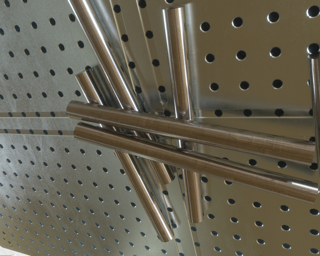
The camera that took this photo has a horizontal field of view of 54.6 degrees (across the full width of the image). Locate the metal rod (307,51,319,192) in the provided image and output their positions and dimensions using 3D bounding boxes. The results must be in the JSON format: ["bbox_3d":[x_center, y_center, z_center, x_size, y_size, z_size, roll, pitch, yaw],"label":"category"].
[{"bbox_3d":[0.193,0.062,0.347,0.025,0.025,0.299,-3,117,30],"label":"metal rod"}]

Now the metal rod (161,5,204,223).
[{"bbox_3d":[0.034,0.004,0.395,0.025,0.025,0.298,6,121,25],"label":"metal rod"}]

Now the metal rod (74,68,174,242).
[{"bbox_3d":[-0.047,0.053,0.468,0.025,0.025,0.299,-12,113,33],"label":"metal rod"}]

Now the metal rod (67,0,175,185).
[{"bbox_3d":[-0.050,-0.053,0.405,0.025,0.025,0.299,-13,112,33],"label":"metal rod"}]

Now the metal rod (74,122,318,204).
[{"bbox_3d":[0.032,0.039,0.385,0.301,0.025,0.025,14,124,14],"label":"metal rod"}]

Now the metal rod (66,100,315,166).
[{"bbox_3d":[0.017,0.000,0.368,0.301,0.025,0.025,11,123,22],"label":"metal rod"}]
